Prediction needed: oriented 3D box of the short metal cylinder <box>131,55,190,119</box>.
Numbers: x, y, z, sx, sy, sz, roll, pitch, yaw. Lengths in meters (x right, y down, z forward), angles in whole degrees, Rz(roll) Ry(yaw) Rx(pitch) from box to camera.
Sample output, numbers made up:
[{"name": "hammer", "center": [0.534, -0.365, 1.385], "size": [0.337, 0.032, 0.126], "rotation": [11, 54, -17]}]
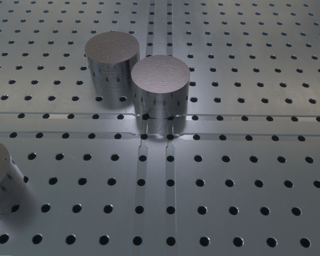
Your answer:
[{"name": "short metal cylinder", "center": [0.001, -0.059, 0.441], "size": [0.081, 0.050, 0.080], "rotation": [0, 50, 0]}]

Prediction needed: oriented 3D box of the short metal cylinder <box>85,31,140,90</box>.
[{"name": "short metal cylinder", "center": [-0.071, -0.105, 0.479], "size": [0.081, 0.050, 0.080], "rotation": [0, 50, 0]}]

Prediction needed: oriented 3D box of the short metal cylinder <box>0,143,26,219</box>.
[{"name": "short metal cylinder", "center": [-0.198, 0.059, 0.340], "size": [0.081, 0.050, 0.080], "rotation": [0, 50, 0]}]
